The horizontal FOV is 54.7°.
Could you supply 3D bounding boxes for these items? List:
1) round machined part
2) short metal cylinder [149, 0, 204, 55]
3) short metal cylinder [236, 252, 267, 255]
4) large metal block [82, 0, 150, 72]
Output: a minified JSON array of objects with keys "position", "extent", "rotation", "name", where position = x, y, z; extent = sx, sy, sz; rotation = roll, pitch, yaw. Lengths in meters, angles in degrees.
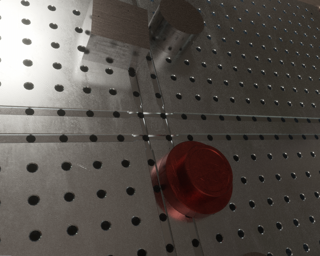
[{"position":[0.052,0.059,0.391],"extent":[0.099,0.042,0.098],"rotation":[14,56,-21],"name":"round machined part"},{"position":[0.025,-0.167,0.510],"extent":[0.081,0.050,0.080],"rotation":[14,56,-21],"name":"short metal cylinder"},{"position":[0.094,0.180,0.334],"extent":[0.081,0.050,0.080],"rotation":[14,56,-21],"name":"short metal cylinder"},{"position":[-0.063,-0.135,0.442],"extent":[0.081,0.050,0.080],"rotation":[10,58,-23],"name":"large metal block"}]
